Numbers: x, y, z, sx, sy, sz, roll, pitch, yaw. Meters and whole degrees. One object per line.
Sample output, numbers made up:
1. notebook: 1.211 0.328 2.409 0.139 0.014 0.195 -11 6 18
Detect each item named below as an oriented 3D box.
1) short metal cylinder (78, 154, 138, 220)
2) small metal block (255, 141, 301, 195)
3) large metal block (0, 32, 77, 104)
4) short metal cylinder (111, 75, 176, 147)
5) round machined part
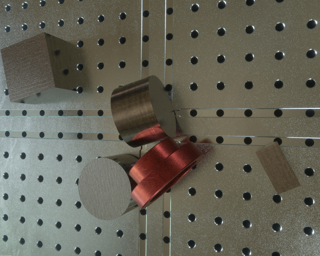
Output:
1. short metal cylinder: -0.061 0.077 0.416 0.080 0.050 0.079 0 91 24
2. small metal block: 0.133 0.043 0.352 0.025 0.050 0.050 -29 81 18
3. large metal block: -0.180 -0.085 0.461 0.080 0.050 0.080 -14 86 19
4. short metal cylinder: -0.019 -0.020 0.389 0.050 0.080 0.080 -17 85 19
5. round machined part: 0.002 0.049 0.372 0.098 0.098 0.042 -46 77 14
